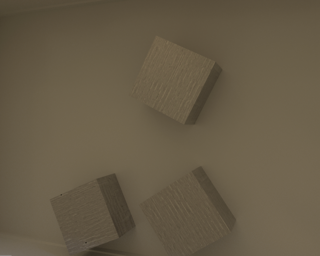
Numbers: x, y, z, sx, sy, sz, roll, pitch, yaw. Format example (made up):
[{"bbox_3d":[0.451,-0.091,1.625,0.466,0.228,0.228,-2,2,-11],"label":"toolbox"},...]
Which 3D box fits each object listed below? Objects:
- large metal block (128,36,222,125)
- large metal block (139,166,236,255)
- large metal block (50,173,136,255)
[{"bbox_3d":[0.020,-0.058,0.390,0.080,0.050,0.080,29,99,17],"label":"large metal block"},{"bbox_3d":[0.035,0.105,0.385,0.080,0.050,0.080,-36,79,16],"label":"large metal block"},{"bbox_3d":[-0.093,0.118,0.430,0.080,0.050,0.080,-25,82,18],"label":"large metal block"}]
